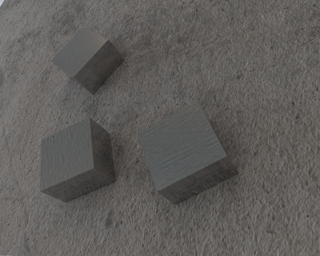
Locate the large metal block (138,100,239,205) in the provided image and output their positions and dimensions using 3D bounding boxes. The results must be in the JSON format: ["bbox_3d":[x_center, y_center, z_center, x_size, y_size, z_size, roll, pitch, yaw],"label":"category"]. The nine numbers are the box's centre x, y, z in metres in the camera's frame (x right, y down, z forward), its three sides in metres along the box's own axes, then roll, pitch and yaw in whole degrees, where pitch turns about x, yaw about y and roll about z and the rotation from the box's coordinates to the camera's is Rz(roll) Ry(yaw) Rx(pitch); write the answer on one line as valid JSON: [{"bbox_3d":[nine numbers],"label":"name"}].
[{"bbox_3d":[0.030,0.029,0.354,0.080,0.050,0.080,-29,52,10],"label":"large metal block"}]

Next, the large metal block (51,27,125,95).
[{"bbox_3d":[-0.121,-0.114,0.522,0.080,0.050,0.080,34,81,38],"label":"large metal block"}]

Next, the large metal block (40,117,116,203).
[{"bbox_3d":[-0.112,0.044,0.420,0.080,0.050,0.080,-24,53,13],"label":"large metal block"}]
